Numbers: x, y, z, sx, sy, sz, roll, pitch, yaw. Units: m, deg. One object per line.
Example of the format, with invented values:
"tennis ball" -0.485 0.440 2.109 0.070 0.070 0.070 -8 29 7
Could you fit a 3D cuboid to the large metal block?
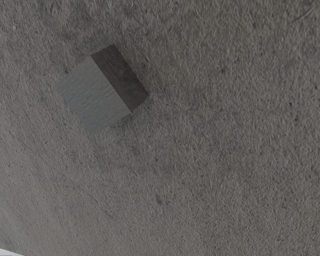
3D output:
"large metal block" -0.075 -0.048 0.401 0.080 0.050 0.080 -27 104 37
